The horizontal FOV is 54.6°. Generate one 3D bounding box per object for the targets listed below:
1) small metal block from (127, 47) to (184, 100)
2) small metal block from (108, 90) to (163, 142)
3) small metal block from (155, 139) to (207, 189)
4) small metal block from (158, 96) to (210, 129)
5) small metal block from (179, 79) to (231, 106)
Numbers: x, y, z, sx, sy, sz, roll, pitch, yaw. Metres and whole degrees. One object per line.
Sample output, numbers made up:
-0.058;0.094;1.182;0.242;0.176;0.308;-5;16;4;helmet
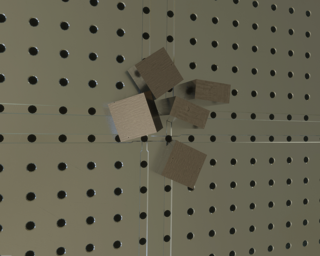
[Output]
-0.006;-0.070;0.406;0.050;0.025;0.050;-38;102;-25;small metal block
-0.030;-0.015;0.387;0.050;0.025;0.050;-16;97;20;small metal block
0.029;0.049;0.423;0.050;0.025;0.050;26;81;-18;small metal block
0.029;-0.019;0.410;0.050;0.050;0.025;22;83;-19;small metal block
0.060;-0.047;0.421;0.050;0.050;0.025;6;88;-20;small metal block
